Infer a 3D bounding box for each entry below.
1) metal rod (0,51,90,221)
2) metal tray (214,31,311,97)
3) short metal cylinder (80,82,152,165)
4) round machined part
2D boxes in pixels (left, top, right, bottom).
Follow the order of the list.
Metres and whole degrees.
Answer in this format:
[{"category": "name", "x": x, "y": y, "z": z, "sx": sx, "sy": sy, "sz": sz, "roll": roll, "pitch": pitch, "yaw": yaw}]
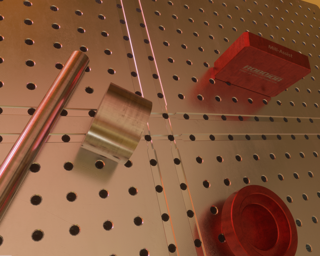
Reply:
[{"category": "metal rod", "x": -0.139, "y": 0.024, "z": 0.318, "sx": 0.025, "sy": 0.025, "sz": 0.300, "roll": 26, "pitch": 53, "yaw": -12}, {"category": "metal tray", "x": 0.168, "y": -0.101, "z": 0.516, "sx": 0.131, "sy": 0.090, "sz": 0.030, "roll": 14, "pitch": 60, "yaw": -20}, {"category": "short metal cylinder", "x": -0.049, "y": -0.005, "z": 0.349, "sx": 0.050, "sy": 0.080, "sz": 0.080, "roll": 25, "pitch": 53, "yaw": -13}, {"category": "round machined part", "x": 0.117, "y": 0.124, "z": 0.384, "sx": 0.099, "sy": 0.042, "sz": 0.098, "roll": 14, "pitch": 56, "yaw": -21}]
